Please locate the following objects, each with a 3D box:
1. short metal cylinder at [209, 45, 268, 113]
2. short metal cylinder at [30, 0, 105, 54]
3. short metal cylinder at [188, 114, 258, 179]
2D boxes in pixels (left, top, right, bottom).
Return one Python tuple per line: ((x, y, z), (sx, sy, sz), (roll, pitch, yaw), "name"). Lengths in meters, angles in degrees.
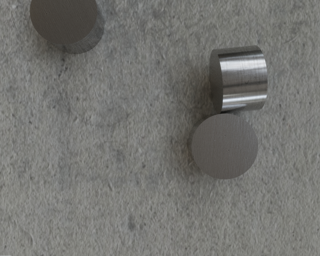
((0.094, -0.059, 0.384), (0.050, 0.080, 0.079), (-6, 90, 0), "short metal cylinder")
((-0.116, -0.140, 0.396), (0.081, 0.050, 0.079), (0, 90, -1), "short metal cylinder")
((0.078, 0.022, 0.398), (0.081, 0.050, 0.079), (0, 91, -1), "short metal cylinder")
